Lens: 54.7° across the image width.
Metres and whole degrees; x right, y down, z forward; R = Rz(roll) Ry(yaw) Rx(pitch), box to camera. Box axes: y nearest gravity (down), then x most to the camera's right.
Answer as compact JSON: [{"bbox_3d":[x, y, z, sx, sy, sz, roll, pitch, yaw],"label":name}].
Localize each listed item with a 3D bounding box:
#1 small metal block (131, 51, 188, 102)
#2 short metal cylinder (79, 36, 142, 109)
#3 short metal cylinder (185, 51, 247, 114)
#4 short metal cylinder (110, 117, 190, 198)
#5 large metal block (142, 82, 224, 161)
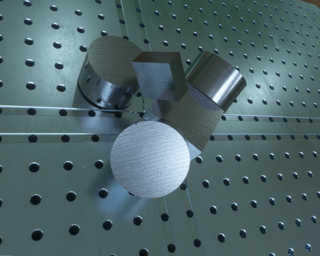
[{"bbox_3d":[0.001,-0.060,0.361,0.050,0.050,0.025,10,45,31],"label":"small metal block"},{"bbox_3d":[-0.059,-0.071,0.400,0.081,0.050,0.080,14,56,-21],"label":"short metal cylinder"},{"bbox_3d":[0.073,-0.063,0.437,0.080,0.080,0.050,37,90,-4],"label":"short metal cylinder"},{"bbox_3d":[-0.009,0.029,0.338,0.080,0.050,0.079,0,97,1],"label":"short metal cylinder"},{"bbox_3d":[0.025,-0.010,0.404,0.080,0.050,0.080,38,51,-3],"label":"large metal block"}]
